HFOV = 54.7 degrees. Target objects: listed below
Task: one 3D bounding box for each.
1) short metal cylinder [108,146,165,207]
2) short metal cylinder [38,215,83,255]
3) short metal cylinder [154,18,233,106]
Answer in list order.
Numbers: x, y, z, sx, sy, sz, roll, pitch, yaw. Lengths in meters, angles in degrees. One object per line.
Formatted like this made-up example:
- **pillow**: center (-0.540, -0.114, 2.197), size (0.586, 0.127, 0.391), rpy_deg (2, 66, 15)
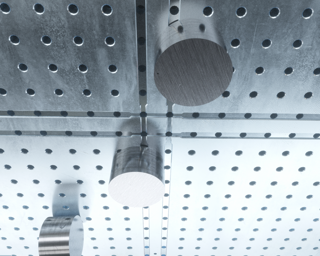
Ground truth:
- **short metal cylinder**: center (-0.033, 0.072, 0.457), size (0.081, 0.050, 0.079), rpy_deg (0, 130, 0)
- **short metal cylinder**: center (-0.170, 0.195, 0.540), size (0.050, 0.080, 0.080), rpy_deg (-4, 130, 3)
- **short metal cylinder**: center (0.034, -0.070, 0.336), size (0.081, 0.050, 0.079), rpy_deg (0, 130, 0)
